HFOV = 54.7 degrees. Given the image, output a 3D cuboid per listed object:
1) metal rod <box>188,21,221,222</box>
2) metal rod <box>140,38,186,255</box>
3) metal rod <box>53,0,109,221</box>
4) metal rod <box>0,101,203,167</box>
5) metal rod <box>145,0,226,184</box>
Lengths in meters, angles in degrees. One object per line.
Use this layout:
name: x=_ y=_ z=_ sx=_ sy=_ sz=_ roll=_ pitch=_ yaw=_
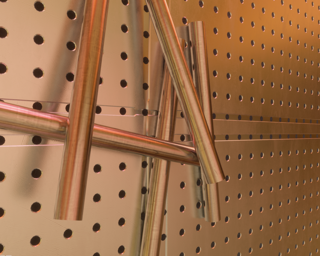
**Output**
metal rod: x=0.068 y=-0.006 z=0.468 sx=0.025 sy=0.025 sz=0.298 roll=-9 pitch=96 yaw=-40
metal rod: x=0.004 y=0.026 z=0.414 sx=0.025 sy=0.025 sz=0.298 roll=12 pitch=82 yaw=-40
metal rod: x=-0.073 y=-0.062 z=0.315 sx=0.025 sy=0.025 sz=0.299 roll=17 pitch=69 yaw=-39
metal rod: x=-0.053 y=0.012 z=0.345 sx=0.302 sy=0.025 sz=0.025 roll=15 pitch=81 yaw=-33
metal rod: x=0.023 y=-0.076 z=0.390 sx=0.025 sy=0.025 sz=0.298 roll=-18 pitch=89 yaw=-39
